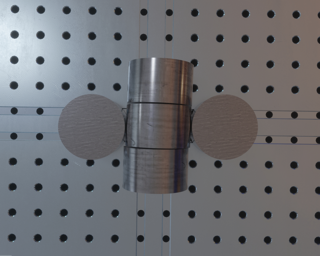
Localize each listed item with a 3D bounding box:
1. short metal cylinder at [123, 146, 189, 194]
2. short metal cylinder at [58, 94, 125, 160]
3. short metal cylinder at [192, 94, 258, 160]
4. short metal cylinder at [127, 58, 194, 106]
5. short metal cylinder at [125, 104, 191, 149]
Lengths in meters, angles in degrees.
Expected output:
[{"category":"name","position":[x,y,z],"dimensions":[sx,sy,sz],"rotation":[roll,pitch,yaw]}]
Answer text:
[{"category":"short metal cylinder","position":[-0.005,0.049,0.385],"dimensions":[0.081,0.080,0.050],"rotation":[1,90,-1]},{"category":"short metal cylinder","position":[-0.083,-0.001,0.399],"dimensions":[0.081,0.050,0.079],"rotation":[0,90,-1]},{"category":"short metal cylinder","position":[0.079,-0.001,0.401],"dimensions":[0.081,0.050,0.079],"rotation":[0,90,-1]},{"category":"short metal cylinder","position":[0.001,-0.054,0.385],"dimensions":[0.081,0.080,0.050],"rotation":[3,90,-1]},{"category":"short metal cylinder","position":[-0.002,-0.002,0.385],"dimensions":[0.081,0.080,0.050],"rotation":[2,90,-1]}]
